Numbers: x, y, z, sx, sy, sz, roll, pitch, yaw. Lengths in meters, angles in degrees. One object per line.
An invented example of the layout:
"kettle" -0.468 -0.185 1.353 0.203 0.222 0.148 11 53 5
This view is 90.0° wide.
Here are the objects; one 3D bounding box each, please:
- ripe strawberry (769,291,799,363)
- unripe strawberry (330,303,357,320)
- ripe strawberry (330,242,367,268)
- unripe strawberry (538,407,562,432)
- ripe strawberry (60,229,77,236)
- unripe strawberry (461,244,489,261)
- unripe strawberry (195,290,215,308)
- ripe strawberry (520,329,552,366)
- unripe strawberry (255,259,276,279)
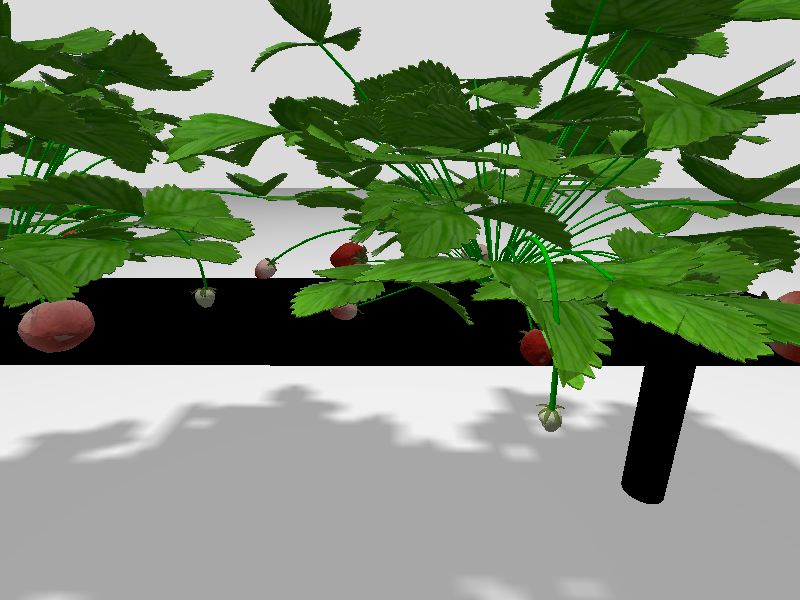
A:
"ripe strawberry" 0.247 0.017 0.236 0.044 0.043 0.041 14 22 37
"unripe strawberry" -0.043 0.006 0.304 0.020 0.020 0.019 -9 19 -24
"ripe strawberry" -0.057 -0.045 0.436 0.037 0.036 0.040 9 19 28
"unripe strawberry" 0.058 0.046 0.155 0.009 0.010 0.010 2 17 7
"ripe strawberry" -0.433 -0.076 0.536 0.039 0.041 0.042 -6 18 -19
"unripe strawberry" 0.087 -0.051 0.462 0.035 0.030 0.035 0 17 1
"unripe strawberry" -0.156 -0.001 0.320 0.016 0.015 0.014 4 18 11
"ripe strawberry" 0.078 0.028 0.228 0.018 0.021 0.020 1 31 3
"unripe strawberry" -0.143 -0.032 0.422 0.023 0.020 0.023 -36 4 23
